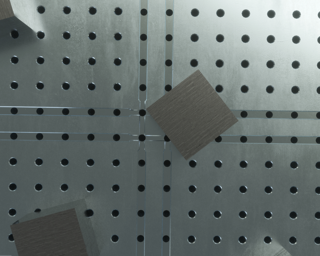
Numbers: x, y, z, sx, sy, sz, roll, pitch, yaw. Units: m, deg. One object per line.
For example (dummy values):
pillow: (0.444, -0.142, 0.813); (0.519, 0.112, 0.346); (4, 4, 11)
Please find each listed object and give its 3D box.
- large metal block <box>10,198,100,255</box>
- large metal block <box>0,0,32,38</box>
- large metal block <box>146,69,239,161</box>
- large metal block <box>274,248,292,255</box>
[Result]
large metal block: (-0.132, 0.145, 0.399); (0.080, 0.050, 0.080); (-15, 90, -1)
large metal block: (-0.226, -0.162, 0.398); (0.080, 0.050, 0.080); (-17, 90, -1)
large metal block: (0.039, -0.016, 0.401); (0.080, 0.050, 0.080); (-38, 90, 0)
large metal block: (0.165, 0.222, 0.403); (0.080, 0.050, 0.080); (-39, 91, 0)
